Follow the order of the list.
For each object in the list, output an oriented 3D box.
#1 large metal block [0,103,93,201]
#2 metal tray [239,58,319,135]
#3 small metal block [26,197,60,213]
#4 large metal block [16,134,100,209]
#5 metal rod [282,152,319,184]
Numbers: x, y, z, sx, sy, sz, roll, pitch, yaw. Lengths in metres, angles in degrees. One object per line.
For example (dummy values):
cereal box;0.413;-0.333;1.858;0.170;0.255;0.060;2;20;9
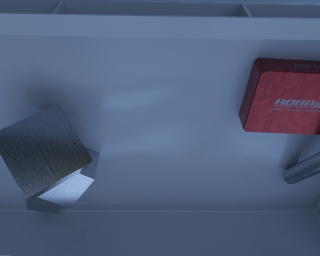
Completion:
large metal block;-0.138;0.029;0.368;0.081;0.080;0.050;-30;175;-23
metal tray;0.172;-0.036;0.378;0.131;0.030;0.089;2;130;-3
small metal block;-0.186;0.110;0.501;0.050;0.025;0.050;9;130;-8
large metal block;-0.144;0.062;0.443;0.080;0.050;0.080;27;125;-22
metal rod;0.235;0.013;0.348;0.025;0.025;0.299;11;153;-10
